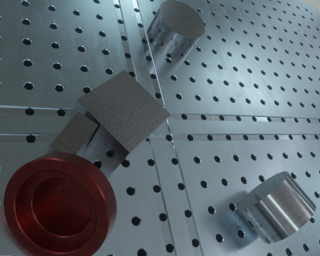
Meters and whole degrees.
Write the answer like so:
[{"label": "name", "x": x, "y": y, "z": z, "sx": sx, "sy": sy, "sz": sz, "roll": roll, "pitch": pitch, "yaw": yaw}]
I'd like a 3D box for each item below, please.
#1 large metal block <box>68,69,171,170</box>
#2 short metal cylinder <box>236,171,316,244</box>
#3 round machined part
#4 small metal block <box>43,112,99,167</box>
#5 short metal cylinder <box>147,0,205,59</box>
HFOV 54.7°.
[{"label": "large metal block", "x": -0.048, "y": -0.011, "z": 0.374, "sx": 0.080, "sy": 0.050, "sz": 0.080, "roll": 45, "pitch": 51, "yaw": 2}, {"label": "short metal cylinder", "x": 0.146, "y": 0.099, "z": 0.393, "sx": 0.081, "sy": 0.080, "sz": 0.050, "roll": -32, "pitch": 80, "yaw": -38}, {"label": "round machined part", "x": -0.086, "y": 0.069, "z": 0.286, "sx": 0.098, "sy": 0.098, "sz": 0.042, "roll": 43, "pitch": 15, "yaw": 1}, {"label": "small metal block", "x": -0.096, "y": 0.018, "z": 0.330, "sx": 0.025, "sy": 0.050, "sz": 0.050, "roll": 35, "pitch": 51, "yaw": -6}, {"label": "short metal cylinder", "x": 0.026, "y": -0.160, "z": 0.505, "sx": 0.081, "sy": 0.050, "sz": 0.080, "roll": 14, "pitch": 56, "yaw": -21}]
